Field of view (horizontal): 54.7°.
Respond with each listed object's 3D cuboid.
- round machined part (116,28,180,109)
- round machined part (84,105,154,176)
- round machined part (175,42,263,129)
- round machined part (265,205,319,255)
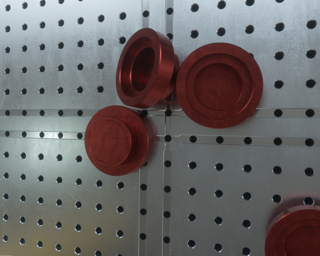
[{"bbox_3d":[-0.013,-0.072,0.392,0.098,0.042,0.098,-16,70,50],"label":"round machined part"},{"bbox_3d":[-0.062,0.018,0.424,0.098,0.042,0.097,0,90,19],"label":"round machined part"},{"bbox_3d":[0.069,-0.049,0.371,0.099,0.042,0.097,0,94,6],"label":"round machined part"},{"bbox_3d":[0.169,0.134,0.344,0.098,0.042,0.097,0,90,19],"label":"round machined part"}]
